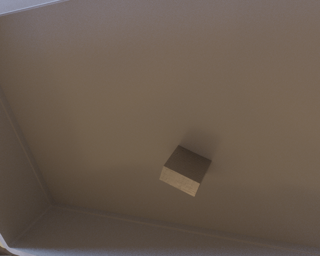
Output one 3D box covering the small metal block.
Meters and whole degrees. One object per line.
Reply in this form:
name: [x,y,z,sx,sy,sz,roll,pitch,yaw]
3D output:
small metal block: [0.034,0.055,0.409,0.050,0.050,0.025,25,127,13]
